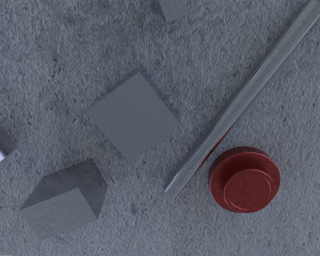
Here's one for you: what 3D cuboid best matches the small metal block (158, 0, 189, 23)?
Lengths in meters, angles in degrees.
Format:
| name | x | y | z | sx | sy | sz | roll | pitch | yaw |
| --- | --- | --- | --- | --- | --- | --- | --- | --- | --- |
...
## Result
| name | x | y | z | sx | sy | sz | roll | pitch | yaw |
| --- | --- | --- | --- | --- | --- | --- | --- | --- | --- |
| small metal block | 0.010 | -0.146 | 0.343 | 0.025 | 0.050 | 0.050 | -21 | 109 | 7 |

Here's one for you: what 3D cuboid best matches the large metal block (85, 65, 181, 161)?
| name | x | y | z | sx | sy | sz | roll | pitch | yaw |
| --- | --- | --- | --- | --- | --- | --- | --- | --- | --- |
| large metal block | -0.032 | -0.020 | 0.389 | 0.080 | 0.050 | 0.080 | -35 | 107 | 12 |

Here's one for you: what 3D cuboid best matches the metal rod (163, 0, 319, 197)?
| name | x | y | z | sx | sy | sz | roll | pitch | yaw |
| --- | --- | --- | --- | --- | --- | --- | --- | --- | --- |
| metal rod | 0.098 | -0.026 | 0.401 | 0.025 | 0.025 | 0.299 | 32 | 107 | -12 |

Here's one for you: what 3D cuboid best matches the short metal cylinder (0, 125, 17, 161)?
| name | x | y | z | sx | sy | sz | roll | pitch | yaw |
| --- | --- | --- | --- | --- | --- | --- | --- | --- | --- |
| short metal cylinder | -0.231 | 0.026 | 0.387 | 0.080 | 0.080 | 0.050 | -28 | 108 | 9 |

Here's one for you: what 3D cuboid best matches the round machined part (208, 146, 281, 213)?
| name | x | y | z | sx | sy | sz | roll | pitch | yaw |
| --- | --- | --- | --- | --- | --- | --- | --- | --- | --- |
| round machined part | 0.119 | 0.078 | 0.431 | 0.099 | 0.042 | 0.097 | 0 | 110 | -1 |

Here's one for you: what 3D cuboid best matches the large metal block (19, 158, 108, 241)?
| name | x | y | z | sx | sy | sz | roll | pitch | yaw |
| --- | --- | --- | --- | --- | --- | --- | --- | --- | --- |
| large metal block | -0.123 | 0.092 | 0.413 | 0.080 | 0.080 | 0.050 | -22 | 109 | 7 |
